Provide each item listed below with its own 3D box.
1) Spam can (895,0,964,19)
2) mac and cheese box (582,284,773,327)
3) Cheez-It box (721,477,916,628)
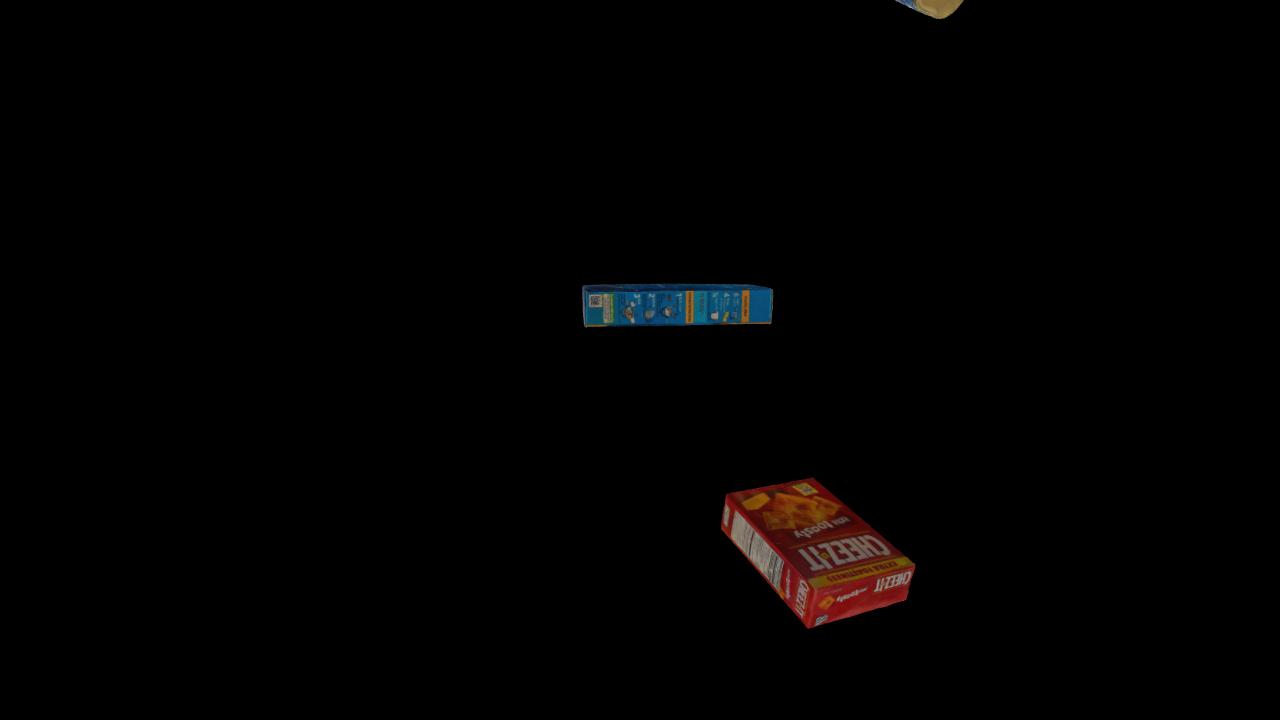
[{"bbox_3d":[0.232,-0.336,0.487,0.058,0.101,0.085,0,43,-28],"label":"Spam can"},{"bbox_3d":[0.033,-0.058,0.631,0.184,0.041,0.093,-1,9,-6],"label":"mac and cheese box"},{"bbox_3d":[0.241,0.261,0.870,0.166,0.071,0.223,-5,23,-22],"label":"Cheez-It box"}]
